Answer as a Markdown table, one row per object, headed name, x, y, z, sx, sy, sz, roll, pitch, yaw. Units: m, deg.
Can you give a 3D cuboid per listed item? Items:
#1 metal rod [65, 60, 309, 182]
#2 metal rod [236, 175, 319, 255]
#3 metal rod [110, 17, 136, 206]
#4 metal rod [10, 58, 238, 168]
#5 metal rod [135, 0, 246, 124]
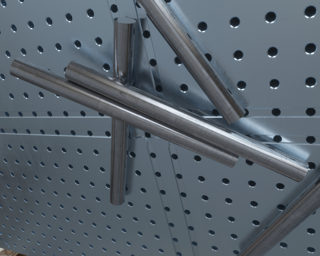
| name | x | y | z | sx | sy | sz | roll | pitch | yaw |
| --- | --- | --- | --- | --- | --- | --- | --- | --- | --- |
| metal rod | 0.027 | -0.010 | 0.368 | 0.301 | 0.025 | 0.025 | 24 | 127 | 5 |
| metal rod | 0.175 | 0.096 | 0.377 | 0.025 | 0.025 | 0.298 | 31 | 128 | 8 |
| metal rod | -0.056 | -0.001 | 0.438 | 0.025 | 0.025 | 0.298 | 19 | 126 | 17 |
| metal rod | -0.045 | -0.020 | 0.390 | 0.301 | 0.025 | 0.025 | 23 | 127 | 2 |
| metal rod | -0.004 | -0.128 | 0.332 | 0.025 | 0.025 | 0.300 | -31 | 102 | 38 |
